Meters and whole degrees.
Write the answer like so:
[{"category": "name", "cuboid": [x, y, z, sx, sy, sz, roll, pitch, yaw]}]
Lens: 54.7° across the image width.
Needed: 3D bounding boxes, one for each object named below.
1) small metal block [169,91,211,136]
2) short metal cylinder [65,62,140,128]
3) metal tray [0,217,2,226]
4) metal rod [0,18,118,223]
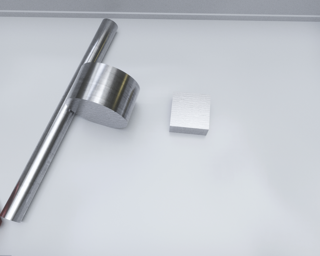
[{"category": "small metal block", "cuboid": [0.040, -0.020, 0.417, 0.050, 0.025, 0.050, 6, 70, 1]}, {"category": "short metal cylinder", "cuboid": [-0.072, -0.040, 0.394, 0.080, 0.080, 0.050, 16, 71, 5]}, {"category": "metal tray", "cuboid": [-0.238, 0.076, 0.321, 0.030, 0.130, 0.090, -34, 73, 9]}, {"category": "metal rod", "cuboid": [-0.126, -0.024, 0.416, 0.025, 0.025, 0.300, 19, 71, 6]}]
